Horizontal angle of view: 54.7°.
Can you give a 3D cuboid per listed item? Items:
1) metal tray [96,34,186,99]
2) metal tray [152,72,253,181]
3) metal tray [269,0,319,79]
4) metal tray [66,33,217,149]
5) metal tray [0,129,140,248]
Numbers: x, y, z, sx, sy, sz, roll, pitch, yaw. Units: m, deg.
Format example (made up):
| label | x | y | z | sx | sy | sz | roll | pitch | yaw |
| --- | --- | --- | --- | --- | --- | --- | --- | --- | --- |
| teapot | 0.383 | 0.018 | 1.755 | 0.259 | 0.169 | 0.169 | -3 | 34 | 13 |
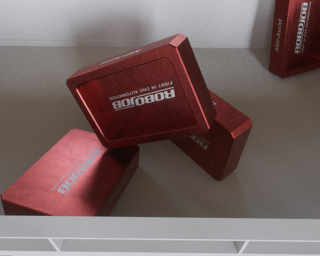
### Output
| label | x | y | z | sx | sy | sz | roll | pitch | yaw |
| --- | --- | --- | --- | --- | --- | --- | --- | --- | --- |
| metal tray | -0.031 | -0.072 | 0.404 | 0.091 | 0.130 | 0.030 | -31 | 97 | -23 |
| metal tray | 0.040 | -0.008 | 0.369 | 0.030 | 0.089 | 0.130 | -33 | 58 | -26 |
| metal tray | 0.213 | -0.146 | 0.459 | 0.091 | 0.129 | 0.030 | -17 | 36 | -14 |
| metal tray | -0.020 | -0.030 | 0.311 | 0.130 | 0.090 | 0.030 | -11 | 28 | 31 |
| metal tray | -0.086 | 0.054 | 0.330 | 0.090 | 0.030 | 0.130 | 14 | 33 | 12 |
